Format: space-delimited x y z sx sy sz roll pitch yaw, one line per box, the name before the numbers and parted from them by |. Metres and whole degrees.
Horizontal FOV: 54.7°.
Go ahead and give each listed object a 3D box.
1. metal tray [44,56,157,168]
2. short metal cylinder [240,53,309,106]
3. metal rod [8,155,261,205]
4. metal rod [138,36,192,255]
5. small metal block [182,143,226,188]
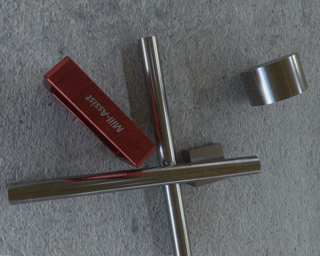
metal tray | -0.070 -0.014 0.348 0.130 0.090 0.030 47 76 -14
short metal cylinder | 0.161 -0.068 0.439 0.081 0.080 0.050 -24 98 -19
metal rod | -0.020 0.061 0.379 0.302 0.025 0.025 -5 92 -12
metal rod | 0.008 0.031 0.411 0.025 0.025 0.298 -11 94 -20
small metal block | 0.062 0.050 0.432 0.050 0.025 0.050 -11 94 -20
